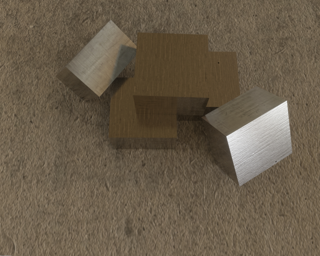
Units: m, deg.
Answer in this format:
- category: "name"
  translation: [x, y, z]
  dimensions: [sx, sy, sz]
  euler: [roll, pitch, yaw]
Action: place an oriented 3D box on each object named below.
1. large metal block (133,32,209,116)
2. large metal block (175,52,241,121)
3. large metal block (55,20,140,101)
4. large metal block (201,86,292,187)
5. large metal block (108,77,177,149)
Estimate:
- category: "large metal block"
  translation: [0.013, -0.062, 0.364]
  dimensions: [0.081, 0.050, 0.080]
  euler: [2, 70, 0]
- category: "large metal block"
  translation: [0.060, -0.055, 0.417]
  dimensions: [0.081, 0.050, 0.080]
  euler: [0, 70, 0]
- category: "large metal block"
  translation: [-0.083, -0.084, 0.402]
  dimensions: [0.050, 0.080, 0.080]
  euler: [44, 73, -21]
- category: "large metal block"
  translation: [0.106, 0.009, 0.371]
  dimensions: [0.080, 0.080, 0.050]
  euler: [-30, 35, -11]
- category: "large metal block"
  translation: [-0.020, -0.018, 0.400]
  dimensions: [0.081, 0.050, 0.080]
  euler: [0, 70, 0]
